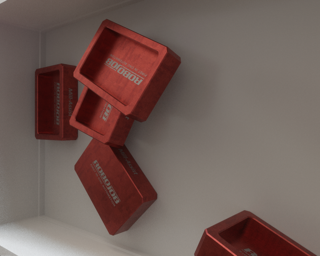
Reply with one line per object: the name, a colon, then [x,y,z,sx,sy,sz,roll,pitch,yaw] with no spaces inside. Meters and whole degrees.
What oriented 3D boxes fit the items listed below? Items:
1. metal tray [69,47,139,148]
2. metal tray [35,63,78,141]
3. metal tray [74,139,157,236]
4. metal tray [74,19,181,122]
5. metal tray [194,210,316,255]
metal tray: [-0.067,-0.047,0.435,0.090,0.030,0.129,23,90,37]
metal tray: [-0.186,-0.044,0.553,0.090,0.030,0.129,0,90,39]
metal tray: [-0.070,0.078,0.459,0.090,0.030,0.130,-52,60,27]
metal tray: [-0.047,-0.076,0.391,0.130,0.030,0.090,35,97,36]
metal tray: [0.107,0.130,0.274,0.130,0.091,0.030,31,109,35]
